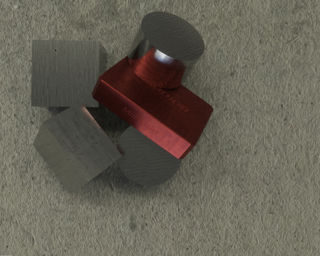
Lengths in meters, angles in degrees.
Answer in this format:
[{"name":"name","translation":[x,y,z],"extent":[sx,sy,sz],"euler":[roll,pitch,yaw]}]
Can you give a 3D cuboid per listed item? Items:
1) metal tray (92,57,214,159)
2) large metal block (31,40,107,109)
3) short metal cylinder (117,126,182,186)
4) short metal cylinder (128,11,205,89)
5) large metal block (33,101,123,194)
[{"name":"metal tray","translation":[-0.005,-0.032,0.380],"extent":[0.130,0.090,0.030],"euler":[36,130,0]},{"name":"large metal block","translation":[-0.113,-0.065,0.396],"extent":[0.081,0.050,0.080],"euler":[1,90,0]},{"name":"short metal cylinder","translation":[-0.013,0.030,0.399],"extent":[0.081,0.050,0.080],"euler":[0,90,0]},{"name":"short metal cylinder","translation":[0.007,-0.095,0.379],"extent":[0.081,0.050,0.080],"euler":[14,53,-18]},{"name":"large metal block","translation":[-0.103,0.027,0.376],"extent":[0.050,0.080,0.080],"euler":[-38,91,-36]}]
